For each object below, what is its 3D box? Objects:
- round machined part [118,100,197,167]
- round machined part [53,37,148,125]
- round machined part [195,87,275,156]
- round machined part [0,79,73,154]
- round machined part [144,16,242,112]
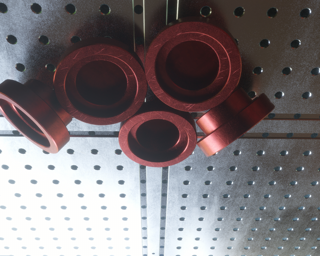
[{"bbox_3d":[-0.003,0.003,0.403,0.099,0.042,0.097,-1,130,0],"label":"round machined part"},{"bbox_3d":[-0.065,-0.054,0.346,0.099,0.042,0.097,-5,126,-7],"label":"round machined part"},{"bbox_3d":[0.082,-0.012,0.368,0.098,0.099,0.042,-40,85,28],"label":"round machined part"},{"bbox_3d":[-0.143,-0.018,0.362,0.098,0.042,0.098,28,150,19],"label":"round machined part"},{"bbox_3d":[0.036,-0.070,0.333,0.099,0.042,0.097,4,121,7],"label":"round machined part"}]
